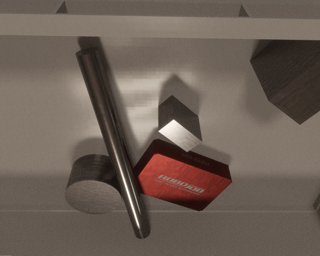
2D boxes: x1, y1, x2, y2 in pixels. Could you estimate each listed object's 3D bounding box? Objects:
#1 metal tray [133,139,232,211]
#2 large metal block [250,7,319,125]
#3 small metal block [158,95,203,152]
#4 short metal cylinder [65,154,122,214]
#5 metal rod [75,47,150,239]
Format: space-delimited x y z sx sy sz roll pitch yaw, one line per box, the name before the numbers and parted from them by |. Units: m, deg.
metal tray | 0.030 0.075 0.471 0.131 0.030 0.089 22 127 -18
large metal block | 0.150 -0.064 0.321 0.050 0.080 0.080 31 123 -24
small metal block | 0.025 -0.006 0.388 0.050 0.050 0.025 36 121 -27
short metal cylinder | -0.096 0.085 0.464 0.081 0.050 0.079 0 130 0
metal rod | -0.054 0.041 0.414 0.025 0.025 0.298 -8 121 6
